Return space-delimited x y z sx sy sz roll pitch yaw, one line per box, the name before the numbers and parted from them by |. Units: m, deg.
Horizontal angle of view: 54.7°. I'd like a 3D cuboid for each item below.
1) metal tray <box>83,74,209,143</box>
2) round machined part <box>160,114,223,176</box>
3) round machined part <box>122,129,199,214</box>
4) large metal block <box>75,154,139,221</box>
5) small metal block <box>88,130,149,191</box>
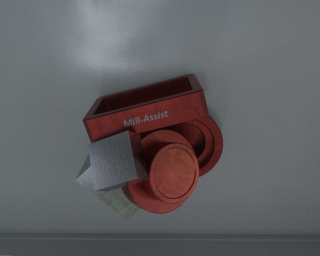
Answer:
metal tray | -0.015 -0.026 0.365 0.131 0.090 0.030 -14 110 4
round machined part | 0.030 0.016 0.408 0.099 0.042 0.097 0 110 -1
round machined part | 0.006 0.050 0.357 0.099 0.042 0.097 1 88 -33
large metal block | -0.052 0.057 0.401 0.050 0.080 0.080 -42 105 14
small metal block | -0.044 0.036 0.324 0.050 0.025 0.050 -19 71 19
